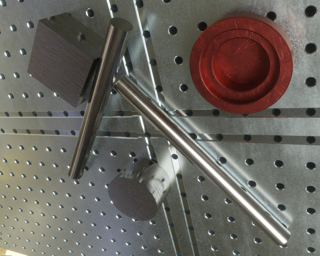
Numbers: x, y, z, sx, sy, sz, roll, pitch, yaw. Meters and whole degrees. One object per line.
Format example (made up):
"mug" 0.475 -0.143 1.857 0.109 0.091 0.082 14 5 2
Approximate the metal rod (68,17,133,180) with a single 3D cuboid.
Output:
"metal rod" -0.093 -0.016 0.431 0.025 0.025 0.298 34 134 5

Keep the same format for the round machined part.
"round machined part" 0.083 -0.066 0.315 0.098 0.042 0.097 13 124 20

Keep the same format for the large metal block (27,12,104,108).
"large metal block" -0.115 -0.087 0.400 0.080 0.050 0.079 36 129 3

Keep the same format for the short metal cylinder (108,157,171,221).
"short metal cylinder" -0.030 0.091 0.466 0.080 0.050 0.079 13 124 20

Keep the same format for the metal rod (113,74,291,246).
"metal rod" 0.056 0.043 0.407 0.300 0.025 0.025 44 129 -3
